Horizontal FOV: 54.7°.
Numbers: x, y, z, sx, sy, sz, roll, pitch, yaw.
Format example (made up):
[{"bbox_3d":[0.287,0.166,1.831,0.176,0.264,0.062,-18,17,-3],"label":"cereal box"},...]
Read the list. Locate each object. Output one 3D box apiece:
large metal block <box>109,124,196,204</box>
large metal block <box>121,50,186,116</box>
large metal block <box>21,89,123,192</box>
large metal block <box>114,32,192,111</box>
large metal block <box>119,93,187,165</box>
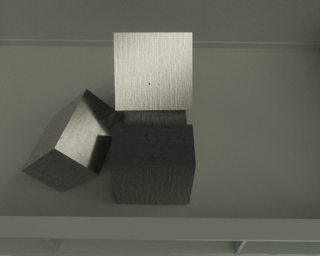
[{"bbox_3d":[-0.007,0.041,0.332,0.081,0.080,0.050,0,50,0],"label":"large metal block"},{"bbox_3d":[-0.009,-0.060,0.417,0.081,0.080,0.050,-1,50,-1],"label":"large metal block"},{"bbox_3d":[-0.096,0.016,0.342,0.050,0.080,0.080,38,46,-25],"label":"large metal block"},{"bbox_3d":[-0.007,-0.061,0.345,0.081,0.079,0.050,-1,5,-1],"label":"large metal block"},{"bbox_3d":[-0.009,0.001,0.388,0.081,0.050,0.080,0,50,-1],"label":"large metal block"}]
